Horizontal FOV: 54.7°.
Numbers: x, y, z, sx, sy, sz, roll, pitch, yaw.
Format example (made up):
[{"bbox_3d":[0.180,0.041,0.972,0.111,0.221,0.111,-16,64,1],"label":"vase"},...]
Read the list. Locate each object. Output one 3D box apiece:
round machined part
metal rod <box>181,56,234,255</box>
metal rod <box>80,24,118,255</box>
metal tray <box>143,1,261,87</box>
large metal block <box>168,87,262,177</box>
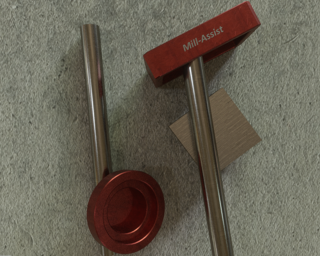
[{"bbox_3d":[-0.045,0.101,0.386,0.099,0.042,0.097,3,85,-37],"label":"round machined part"},{"bbox_3d":[0.061,0.067,0.361,0.025,0.025,0.298,-9,92,0],"label":"metal rod"},{"bbox_3d":[-0.079,0.015,0.408,0.025,0.025,0.298,-5,90,-1],"label":"metal rod"},{"bbox_3d":[0.046,-0.096,0.378,0.130,0.090,0.030,-27,90,0],"label":"metal tray"},{"bbox_3d":[0.067,0.006,0.398,0.080,0.050,0.080,-36,90,0],"label":"large metal block"}]
